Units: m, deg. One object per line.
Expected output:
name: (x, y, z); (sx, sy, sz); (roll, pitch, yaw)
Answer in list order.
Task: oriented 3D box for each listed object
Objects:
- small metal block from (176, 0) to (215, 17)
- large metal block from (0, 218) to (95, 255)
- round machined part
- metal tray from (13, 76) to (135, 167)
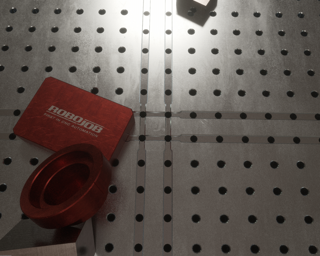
small metal block: (0.060, -0.212, 0.490); (0.050, 0.025, 0.050); (29, 72, 9)
large metal block: (-0.118, 0.131, 0.326); (0.081, 0.080, 0.050); (-6, 95, -3)
round machined part: (-0.096, 0.066, 0.338); (0.098, 0.042, 0.098); (-17, 38, 14)
metal tray: (-0.110, -0.004, 0.409); (0.131, 0.030, 0.090); (22, 71, 7)
